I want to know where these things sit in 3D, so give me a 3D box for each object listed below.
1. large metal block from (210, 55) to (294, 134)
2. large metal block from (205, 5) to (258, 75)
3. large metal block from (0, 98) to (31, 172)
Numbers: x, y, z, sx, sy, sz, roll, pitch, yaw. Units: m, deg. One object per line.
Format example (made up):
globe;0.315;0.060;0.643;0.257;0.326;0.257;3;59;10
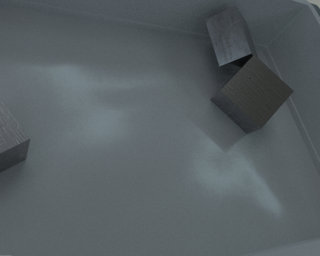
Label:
large metal block;0.139;-0.050;0.476;0.080;0.050;0.080;44;77;2
large metal block;0.121;-0.139;0.507;0.080;0.050;0.080;3;70;-63
large metal block;-0.182;0.008;0.287;0.081;0.050;0.080;-33;81;-38
